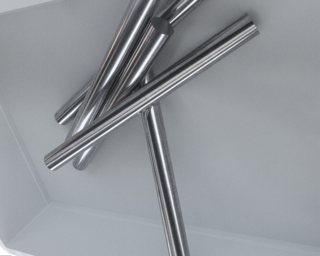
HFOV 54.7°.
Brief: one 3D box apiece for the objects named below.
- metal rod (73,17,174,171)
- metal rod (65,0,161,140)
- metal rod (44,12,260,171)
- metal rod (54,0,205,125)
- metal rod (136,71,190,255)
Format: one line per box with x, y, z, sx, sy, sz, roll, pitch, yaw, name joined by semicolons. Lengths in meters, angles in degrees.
-0.065;-0.020;0.406;0.025;0.025;0.298;41;136;0;metal rod
-0.077;-0.045;0.388;0.025;0.025;0.298;40;135;0;metal rod
-0.027;-0.028;0.356;0.300;0.025;0.025;-32;101;22;metal rod
-0.051;-0.080;0.384;0.299;0.025;0.025;-33;100;38;metal rod
0.009;0.080;0.374;0.025;0.025;0.298;-12;88;33;metal rod
